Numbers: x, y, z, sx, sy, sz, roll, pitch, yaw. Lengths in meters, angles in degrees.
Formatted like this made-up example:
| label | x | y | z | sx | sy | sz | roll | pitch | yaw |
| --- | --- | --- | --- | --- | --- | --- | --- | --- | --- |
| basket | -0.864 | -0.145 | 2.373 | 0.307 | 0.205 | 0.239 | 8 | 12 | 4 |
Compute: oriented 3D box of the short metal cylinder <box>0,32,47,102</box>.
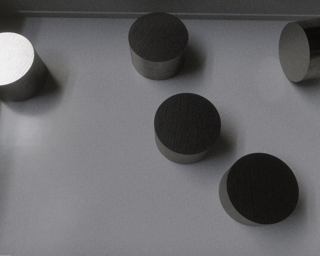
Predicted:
| label | x | y | z | sx | sy | sz | roll | pitch | yaw |
| --- | --- | --- | --- | --- | --- | --- | --- | --- | --- |
| short metal cylinder | -0.204 | -0.082 | 0.425 | 0.081 | 0.050 | 0.080 | 0 | 70 | 0 |

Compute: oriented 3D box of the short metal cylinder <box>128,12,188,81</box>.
| label | x | y | z | sx | sy | sz | roll | pitch | yaw |
| --- | --- | --- | --- | --- | --- | --- | --- | --- | --- |
| short metal cylinder | -0.002 | -0.114 | 0.438 | 0.081 | 0.050 | 0.080 | 0 | 70 | 0 |

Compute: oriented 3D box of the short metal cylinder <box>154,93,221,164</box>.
| label | x | y | z | sx | sy | sz | roll | pitch | yaw |
| --- | --- | --- | --- | --- | --- | --- | --- | --- | --- |
| short metal cylinder | 0.033 | 0.002 | 0.396 | 0.081 | 0.050 | 0.080 | 0 | 70 | 0 |

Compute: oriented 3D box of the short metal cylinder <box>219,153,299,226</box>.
| label | x | y | z | sx | sy | sz | roll | pitch | yaw |
| --- | --- | --- | --- | --- | --- | --- | --- | --- | --- |
| short metal cylinder | 0.115 | 0.075 | 0.370 | 0.081 | 0.050 | 0.080 | 0 | 70 | 0 |

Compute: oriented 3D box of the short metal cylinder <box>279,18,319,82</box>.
| label | x | y | z | sx | sy | sz | roll | pitch | yaw |
| --- | --- | --- | --- | --- | --- | --- | --- | --- | --- |
| short metal cylinder | 0.204 | -0.106 | 0.421 | 0.050 | 0.080 | 0.080 | -10 | 71 | -4 |
